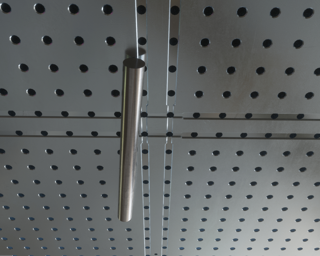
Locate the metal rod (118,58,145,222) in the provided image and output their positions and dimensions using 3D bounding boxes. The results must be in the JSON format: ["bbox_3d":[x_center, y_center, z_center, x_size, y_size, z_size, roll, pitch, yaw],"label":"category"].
[{"bbox_3d":[-0.045,0.040,0.444,0.025,0.025,0.298,5,130,-4],"label":"metal rod"}]
